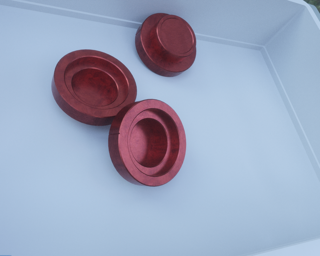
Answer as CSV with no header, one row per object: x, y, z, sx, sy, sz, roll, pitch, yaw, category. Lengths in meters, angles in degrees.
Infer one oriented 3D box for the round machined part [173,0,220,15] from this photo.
0.061,-0.255,0.588,0.099,0.042,0.098,14,56,-21,round machined part

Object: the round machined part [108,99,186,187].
-0.019,0.017,0.359,0.099,0.042,0.097,6,81,-41,round machined part

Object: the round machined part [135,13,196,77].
0.015,-0.131,0.470,0.099,0.042,0.098,8,73,-28,round machined part

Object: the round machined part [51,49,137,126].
-0.082,-0.045,0.379,0.099,0.042,0.098,14,56,-21,round machined part
